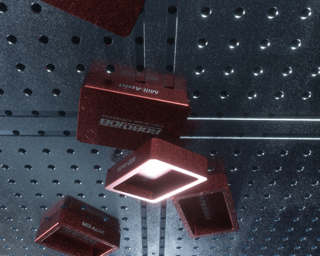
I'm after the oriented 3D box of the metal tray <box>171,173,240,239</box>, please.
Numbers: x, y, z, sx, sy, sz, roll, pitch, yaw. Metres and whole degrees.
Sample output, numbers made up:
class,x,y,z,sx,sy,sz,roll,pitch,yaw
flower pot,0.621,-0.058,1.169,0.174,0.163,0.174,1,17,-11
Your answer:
class,x,y,z,sx,sy,sz,roll,pitch,yaw
metal tray,0.079,0.135,0.524,0.090,0.030,0.129,-14,129,11

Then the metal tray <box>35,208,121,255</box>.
class,x,y,z,sx,sy,sz,roll,pitch,yaw
metal tray,-0.152,0.206,0.581,0.130,0.030,0.090,35,122,-27

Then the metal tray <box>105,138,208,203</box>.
class,x,y,z,sx,sy,sz,roll,pitch,yaw
metal tray,-0.008,0.065,0.434,0.091,0.030,0.129,23,142,-27

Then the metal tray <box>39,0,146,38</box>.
class,x,y,z,sx,sy,sz,roll,pitch,yaw
metal tray,-0.071,-0.151,0.279,0.131,0.030,0.089,20,127,-17

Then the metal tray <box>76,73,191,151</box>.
class,x,y,z,sx,sy,sz,roll,pitch,yaw
metal tray,-0.036,-0.014,0.396,0.131,0.030,0.089,10,130,-9
